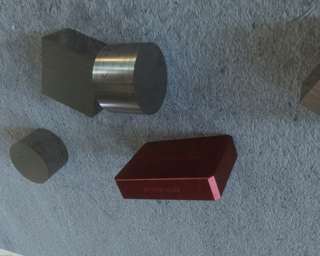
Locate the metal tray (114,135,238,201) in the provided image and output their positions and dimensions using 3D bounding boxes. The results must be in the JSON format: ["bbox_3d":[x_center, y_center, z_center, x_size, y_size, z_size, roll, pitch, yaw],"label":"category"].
[{"bbox_3d":[0.020,0.048,0.383,0.130,0.090,0.030,-7,115,31],"label":"metal tray"}]

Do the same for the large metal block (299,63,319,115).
[{"bbox_3d":[0.184,-0.040,0.269,0.080,0.050,0.079,33,129,6],"label":"large metal block"}]

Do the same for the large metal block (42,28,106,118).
[{"bbox_3d":[-0.103,-0.072,0.401,0.080,0.050,0.079,26,128,12],"label":"large metal block"}]

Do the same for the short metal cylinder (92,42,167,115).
[{"bbox_3d":[-0.031,-0.056,0.353,0.050,0.080,0.079,5,121,26],"label":"short metal cylinder"}]

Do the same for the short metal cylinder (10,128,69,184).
[{"bbox_3d":[-0.205,0.047,0.528,0.080,0.050,0.079,13,124,21],"label":"short metal cylinder"}]
